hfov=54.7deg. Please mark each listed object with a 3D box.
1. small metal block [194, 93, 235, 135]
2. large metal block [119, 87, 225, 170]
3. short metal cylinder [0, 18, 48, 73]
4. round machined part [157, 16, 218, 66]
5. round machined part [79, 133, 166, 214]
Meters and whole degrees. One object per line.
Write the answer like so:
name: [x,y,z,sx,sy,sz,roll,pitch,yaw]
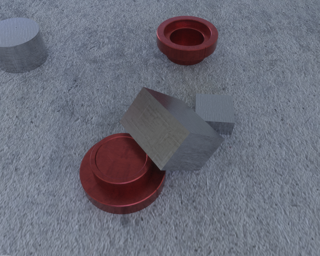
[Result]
small metal block: [0.072,-0.019,0.420,0.050,0.025,0.050,4,50,3]
large metal block: [0.015,0.003,0.358,0.080,0.050,0.080,46,20,31]
short metal cylinder: [-0.228,-0.133,0.496,0.081,0.050,0.080,0,50,0]
round machined part: [0.044,-0.140,0.511,0.099,0.042,0.098,0,50,0]
round machined part: [-0.042,0.044,0.354,0.099,0.042,0.098,0,50,0]
